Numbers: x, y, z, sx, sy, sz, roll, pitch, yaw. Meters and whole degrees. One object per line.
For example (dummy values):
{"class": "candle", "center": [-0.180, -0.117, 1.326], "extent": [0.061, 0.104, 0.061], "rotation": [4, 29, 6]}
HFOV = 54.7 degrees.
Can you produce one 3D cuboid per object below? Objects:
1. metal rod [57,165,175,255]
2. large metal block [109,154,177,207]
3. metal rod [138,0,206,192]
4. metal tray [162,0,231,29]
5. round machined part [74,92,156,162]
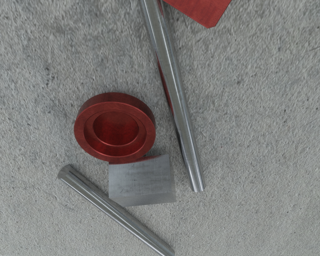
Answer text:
{"class": "metal rod", "center": [-0.062, 0.160, 0.542], "extent": [0.025, 0.025, 0.300], "rotation": [-26, 126, 20]}
{"class": "large metal block", "center": [-0.022, 0.077, 0.436], "extent": [0.080, 0.050, 0.080], "rotation": [-6, 157, 5]}
{"class": "metal rod", "center": [0.025, -0.020, 0.390], "extent": [0.025, 0.025, 0.299], "rotation": [-11, 130, 8]}
{"class": "metal tray", "center": [0.013, -0.155, 0.257], "extent": [0.131, 0.030, 0.090], "rotation": [25, 110, -20]}
{"class": "round machined part", "center": [-0.055, -0.005, 0.391], "extent": [0.099, 0.042, 0.097], "rotation": [-1, 130, -1]}
